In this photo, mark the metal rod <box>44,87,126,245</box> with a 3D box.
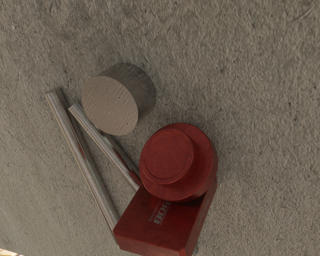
[{"bbox_3d":[-0.115,0.076,0.513,0.025,0.025,0.298,-5,116,30],"label":"metal rod"}]

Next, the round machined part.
[{"bbox_3d":[0.016,0.038,0.374,0.098,0.098,0.042,-1,158,29],"label":"round machined part"}]

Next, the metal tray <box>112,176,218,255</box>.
[{"bbox_3d":[0.012,0.100,0.393,0.090,0.131,0.030,5,127,26],"label":"metal tray"}]

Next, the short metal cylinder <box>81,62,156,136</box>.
[{"bbox_3d":[-0.052,-0.037,0.395,0.080,0.050,0.079,13,124,21],"label":"short metal cylinder"}]

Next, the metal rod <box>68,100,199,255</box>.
[{"bbox_3d":[-0.035,0.083,0.476,0.025,0.025,0.299,-29,103,37],"label":"metal rod"}]
